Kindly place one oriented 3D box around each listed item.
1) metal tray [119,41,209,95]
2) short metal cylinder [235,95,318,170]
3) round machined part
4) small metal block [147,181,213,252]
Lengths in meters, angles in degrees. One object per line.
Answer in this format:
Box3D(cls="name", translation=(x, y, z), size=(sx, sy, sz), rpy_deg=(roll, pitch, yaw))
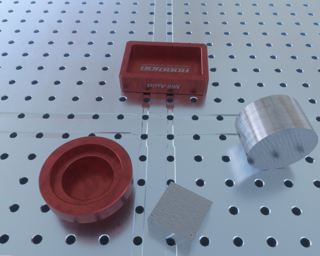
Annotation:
Box3D(cls="metal tray", translation=(0.008, -0.096, 0.484), size=(0.131, 0.030, 0.090), rpy_deg=(3, 50, 2))
Box3D(cls="short metal cylinder", translation=(0.135, 0.007, 0.367), size=(0.081, 0.080, 0.050), rpy_deg=(-6, 50, -5))
Box3D(cls="round machined part", translation=(-0.079, 0.060, 0.346), size=(0.099, 0.042, 0.098), rpy_deg=(0, 50, 0))
Box3D(cls="small metal block", translation=(0.022, 0.093, 0.330), size=(0.050, 0.025, 0.050), rpy_deg=(24, 54, 19))
